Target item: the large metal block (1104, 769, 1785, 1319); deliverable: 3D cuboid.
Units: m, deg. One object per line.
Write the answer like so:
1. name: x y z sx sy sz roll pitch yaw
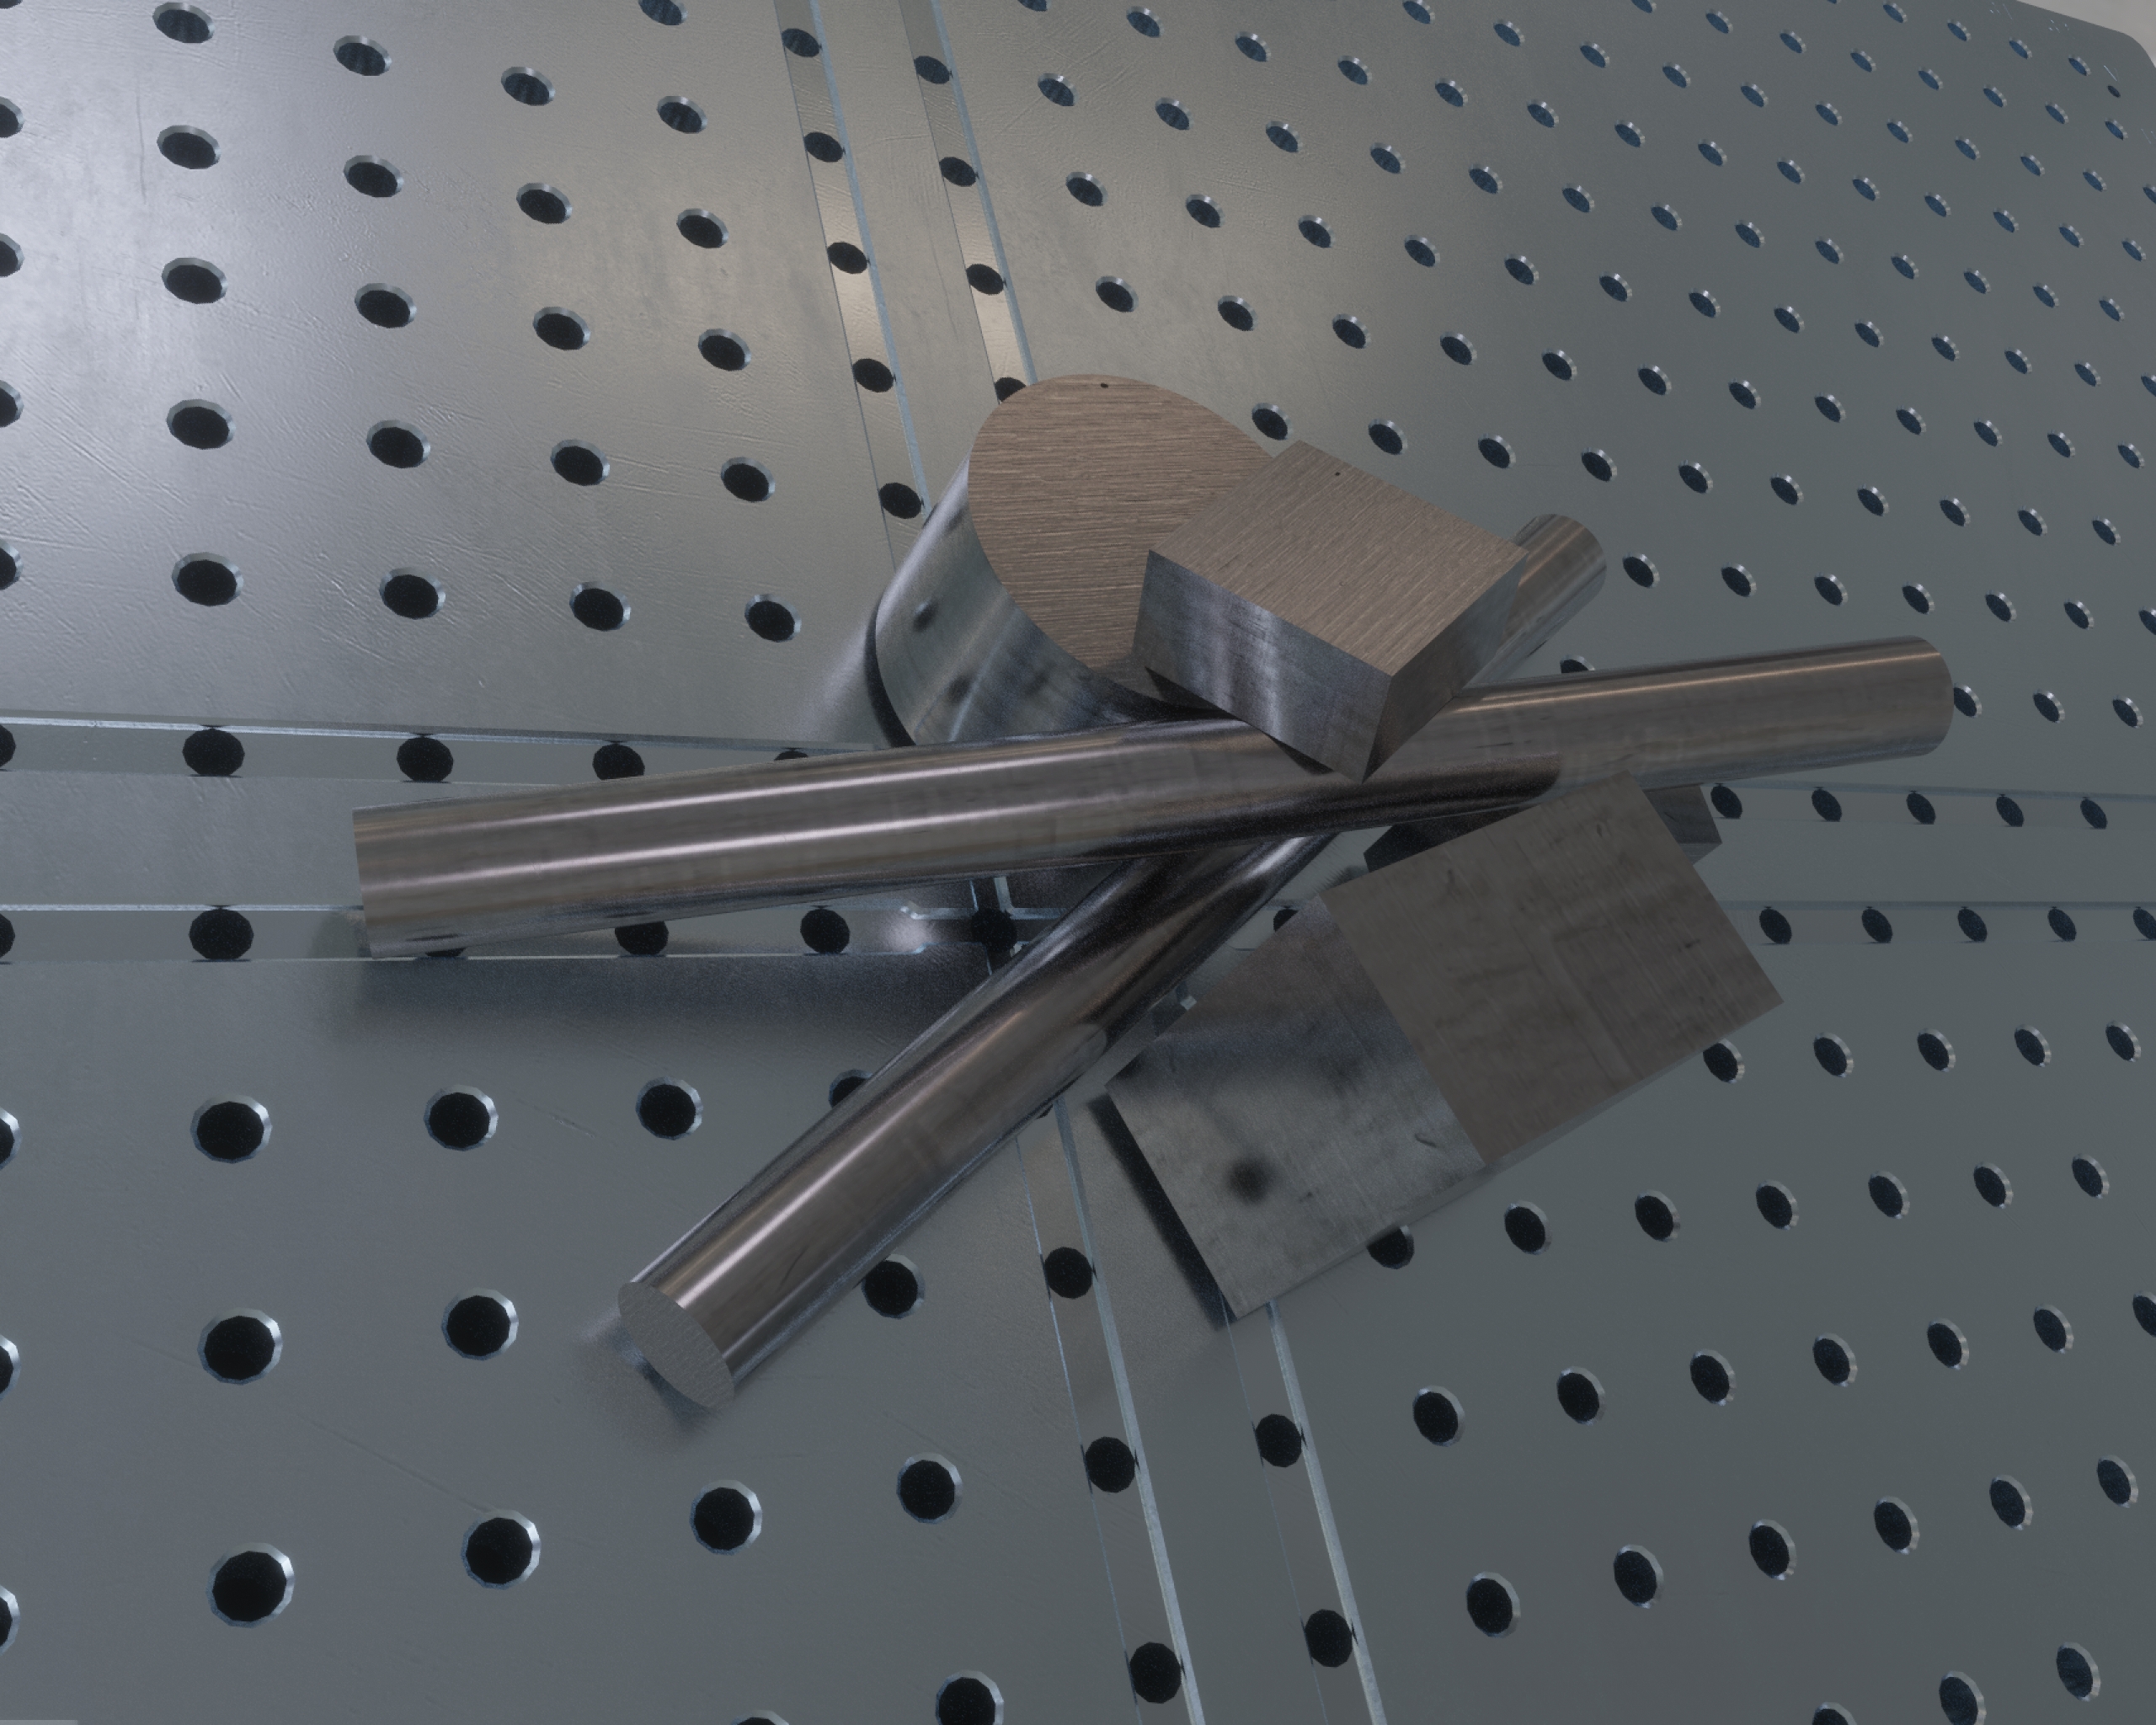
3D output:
1. large metal block: 0.065 0.033 0.382 0.081 0.080 0.050 -20 73 -36

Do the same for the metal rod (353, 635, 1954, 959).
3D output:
1. metal rod: 0.027 -0.015 0.383 0.302 0.025 0.025 -7 65 -17

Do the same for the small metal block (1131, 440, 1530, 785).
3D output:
1. small metal block: 0.046 -0.047 0.383 0.050 0.025 0.050 31 48 21

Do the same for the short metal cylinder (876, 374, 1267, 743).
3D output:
1. short metal cylinder: 0.006 -0.051 0.422 0.081 0.050 0.080 14 55 -21

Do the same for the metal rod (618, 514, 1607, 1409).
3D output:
1. metal rod: 0.028 0.000 0.419 0.025 0.025 0.302 47 51 4

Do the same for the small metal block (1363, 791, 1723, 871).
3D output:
1. small metal block: 0.098 -0.003 0.442 0.050 0.050 0.025 -1 62 -27
